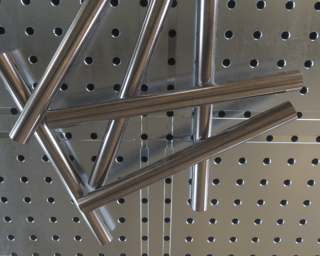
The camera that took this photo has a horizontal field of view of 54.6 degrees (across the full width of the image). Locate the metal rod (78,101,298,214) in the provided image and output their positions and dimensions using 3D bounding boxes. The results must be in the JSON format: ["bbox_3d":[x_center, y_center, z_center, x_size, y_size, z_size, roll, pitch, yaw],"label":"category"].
[{"bbox_3d":[0.027,0.042,0.401,0.300,0.025,0.025,-26,108,10],"label":"metal rod"}]

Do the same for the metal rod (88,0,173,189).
[{"bbox_3d":[-0.037,-0.051,0.394,0.025,0.025,0.298,20,109,-7],"label":"metal rod"}]

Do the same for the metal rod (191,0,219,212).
[{"bbox_3d":[0.057,-0.024,0.404,0.025,0.025,0.298,0,110,0],"label":"metal rod"}]

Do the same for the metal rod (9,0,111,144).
[{"bbox_3d":[-0.093,-0.109,0.357,0.025,0.025,0.299,32,101,-11],"label":"metal rod"}]

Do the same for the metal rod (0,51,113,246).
[{"bbox_3d":[-0.139,0.041,0.427,0.025,0.025,0.299,-21,109,7],"label":"metal rod"}]

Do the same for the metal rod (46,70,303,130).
[{"bbox_3d":[0.015,-0.033,0.373,0.301,0.025,0.025,-9,110,3],"label":"metal rod"}]
